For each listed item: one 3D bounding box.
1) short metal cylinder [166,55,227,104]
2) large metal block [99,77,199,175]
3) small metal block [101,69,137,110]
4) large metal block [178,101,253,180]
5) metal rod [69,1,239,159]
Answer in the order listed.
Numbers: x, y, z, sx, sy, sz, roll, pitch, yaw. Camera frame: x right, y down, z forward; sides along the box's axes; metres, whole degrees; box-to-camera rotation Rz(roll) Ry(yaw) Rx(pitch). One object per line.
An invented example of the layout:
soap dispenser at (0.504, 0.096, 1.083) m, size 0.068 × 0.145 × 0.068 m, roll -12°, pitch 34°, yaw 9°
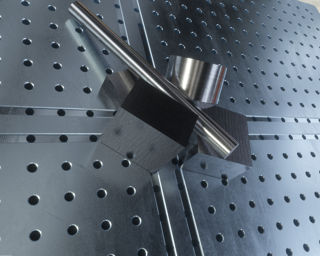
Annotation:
short metal cylinder at (0.048, -0.068, 0.433) m, size 0.081 × 0.080 × 0.050 m, roll 8°, pitch 102°, yaw -24°
large metal block at (-0.015, 0.001, 0.365) m, size 0.080 × 0.080 × 0.050 m, roll 32°, pitch 51°, yaw -8°
small metal block at (-0.042, -0.051, 0.418) m, size 0.050 × 0.025 × 0.050 m, roll -27°, pitch 77°, yaw -37°
large metal block at (0.073, 0.018, 0.422) m, size 0.081 × 0.050 × 0.080 m, roll 16°, pitch 55°, yaw -19°
metal rod at (-0.019, -0.073, 0.405) m, size 0.300 × 0.025 × 0.025 m, roll 44°, pitch 50°, yaw 17°
